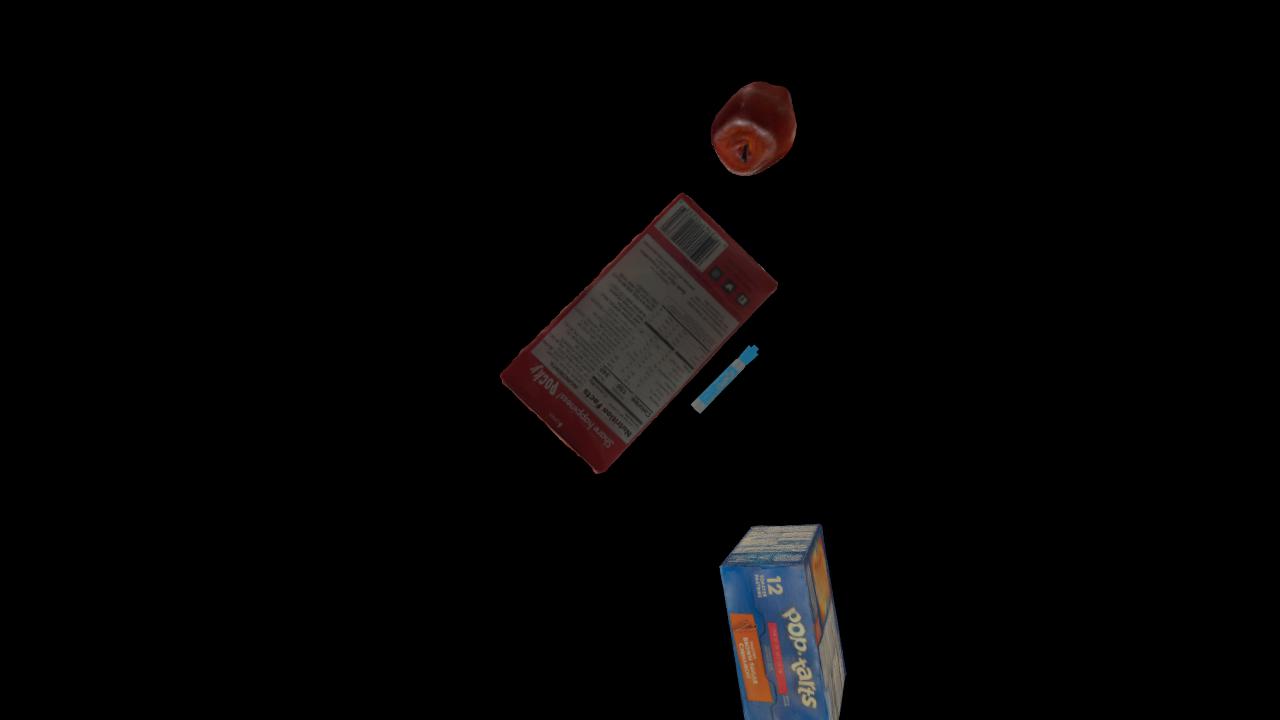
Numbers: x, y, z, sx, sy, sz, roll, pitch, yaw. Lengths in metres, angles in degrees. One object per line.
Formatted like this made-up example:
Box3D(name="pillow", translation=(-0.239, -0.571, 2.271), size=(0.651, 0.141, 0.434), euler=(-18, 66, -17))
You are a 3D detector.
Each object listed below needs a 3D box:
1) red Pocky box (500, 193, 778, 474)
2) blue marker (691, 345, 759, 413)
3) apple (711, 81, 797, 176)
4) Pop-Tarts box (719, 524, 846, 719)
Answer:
Box3D(name="red Pocky box", translation=(0.000, -0.017, 0.365), size=(0.083, 0.155, 0.028), euler=(44, -7, -2))
Box3D(name="blue marker", translation=(0.119, 0.025, 0.852), size=(0.020, 0.121, 0.020), euler=(43, 7, -7))
Box3D(name="apple", translation=(0.108, -0.216, 0.577), size=(0.079, 0.093, 0.079), euler=(18, -33, 13))
Box3D(name="Pop-Tarts box", translation=(0.148, 0.266, 0.618), size=(0.083, 0.167, 0.141), euler=(-11, -2, 22))
